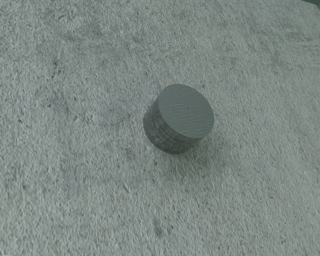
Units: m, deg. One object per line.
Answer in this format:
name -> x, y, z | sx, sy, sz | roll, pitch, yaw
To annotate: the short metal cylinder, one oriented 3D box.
short metal cylinder -> 0.024, -0.011, 0.411 | 0.081, 0.050, 0.080 | 14, 56, -21
